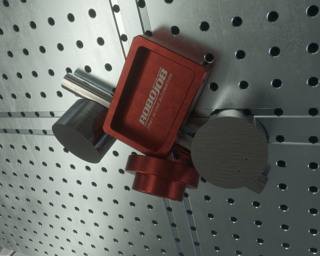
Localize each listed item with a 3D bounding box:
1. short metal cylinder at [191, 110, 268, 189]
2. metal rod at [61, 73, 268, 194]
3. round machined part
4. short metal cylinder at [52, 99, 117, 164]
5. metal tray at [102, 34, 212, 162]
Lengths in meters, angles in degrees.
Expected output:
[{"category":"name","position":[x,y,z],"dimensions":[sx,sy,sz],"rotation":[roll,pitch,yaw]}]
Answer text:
[{"category":"short metal cylinder","position":[0.080,0.022,0.351],"dimensions":[0.080,0.050,0.079],"rotation":[4,102,16]},{"category":"metal rod","position":[-0.001,0.002,0.413],"dimensions":[0.301,0.025,0.025],"rotation":[28,128,10]},{"category":"round machined part","position":[0.001,0.069,0.407],"dimensions":[0.098,0.042,0.098],"rotation":[13,166,4]},{"category":"short metal cylinder","position":[-0.103,0.005,0.437],"dimensions":[0.080,0.050,0.080],"rotation":[23,146,17]},{"category":"metal tray","position":[-0.007,-0.034,0.372],"dimensions":[0.090,0.030,0.129],"rotation":[28,115,10]}]
